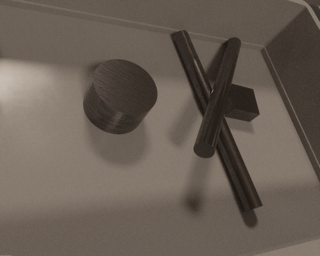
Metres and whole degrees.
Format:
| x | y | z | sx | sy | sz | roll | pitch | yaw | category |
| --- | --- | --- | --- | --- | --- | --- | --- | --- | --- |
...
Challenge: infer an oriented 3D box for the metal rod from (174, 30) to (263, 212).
| x | y | z | sx | sy | sz | roll | pitch | yaw | category |
| --- | --- | --- | --- | --- | --- | --- | --- | --- | --- |
| 0.080 | -0.025 | 0.465 | 0.025 | 0.025 | 0.299 | -5 | 64 | -31 | metal rod |

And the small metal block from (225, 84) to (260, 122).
| x | y | z | sx | sy | sz | roll | pitch | yaw | category |
| --- | --- | --- | --- | --- | --- | --- | --- | --- | --- |
| 0.129 | -0.041 | 0.503 | 0.050 | 0.025 | 0.050 | 10 | 57 | -23 | small metal block |

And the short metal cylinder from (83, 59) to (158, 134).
| x | y | z | sx | sy | sz | roll | pitch | yaw | category |
| --- | --- | --- | --- | --- | --- | --- | --- | --- | --- |
| -0.050 | -0.039 | 0.387 | 0.081 | 0.050 | 0.080 | 14 | 56 | -21 | short metal cylinder |

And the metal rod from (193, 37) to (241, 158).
| x | y | z | sx | sy | sz | roll | pitch | yaw | category |
| --- | --- | --- | --- | --- | --- | --- | --- | --- | --- |
| 0.095 | -0.066 | 0.470 | 0.025 | 0.025 | 0.301 | 33 | 42 | -7 | metal rod |
